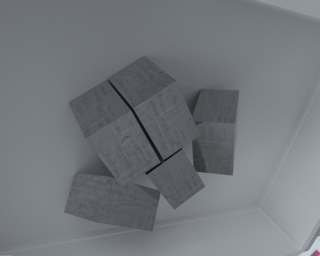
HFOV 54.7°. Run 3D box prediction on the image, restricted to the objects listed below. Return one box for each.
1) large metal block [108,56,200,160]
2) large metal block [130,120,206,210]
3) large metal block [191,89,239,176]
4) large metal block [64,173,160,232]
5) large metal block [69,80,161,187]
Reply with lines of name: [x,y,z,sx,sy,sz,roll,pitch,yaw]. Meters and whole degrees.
large metal block: [-0.007,-0.024,0.354,0.050,0.080,0.080,-34,129,-7]
large metal block: [0.005,0.045,0.403,0.050,0.080,0.080,-36,130,-5]
large metal block: [0.075,0.003,0.408,0.050,0.080,0.079,4,126,15]
large metal block: [-0.059,0.092,0.389,0.080,0.080,0.050,24,71,-37]
large metal block: [-0.051,0.005,0.348,0.050,0.080,0.080,-33,129,-7]
